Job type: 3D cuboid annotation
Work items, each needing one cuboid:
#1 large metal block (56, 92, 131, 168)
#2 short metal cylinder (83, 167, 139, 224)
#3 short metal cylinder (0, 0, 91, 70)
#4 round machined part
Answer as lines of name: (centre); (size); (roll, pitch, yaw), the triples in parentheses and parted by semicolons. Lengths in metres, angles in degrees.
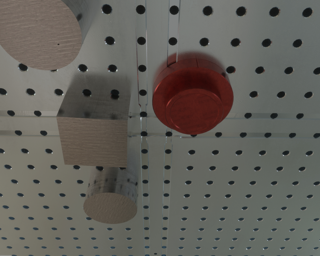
large metal block: (-0.080, 0.003, 0.397); (0.081, 0.050, 0.079); (3, 130, -3)
short metal cylinder: (-0.075, 0.106, 0.485); (0.081, 0.050, 0.079); (0, 130, 0)
short metal cylinder: (-0.113, -0.104, 0.305); (0.081, 0.050, 0.079); (0, 130, 0)
round machined part: (0.040, -0.030, 0.375); (0.099, 0.042, 0.097); (0, 130, 0)
